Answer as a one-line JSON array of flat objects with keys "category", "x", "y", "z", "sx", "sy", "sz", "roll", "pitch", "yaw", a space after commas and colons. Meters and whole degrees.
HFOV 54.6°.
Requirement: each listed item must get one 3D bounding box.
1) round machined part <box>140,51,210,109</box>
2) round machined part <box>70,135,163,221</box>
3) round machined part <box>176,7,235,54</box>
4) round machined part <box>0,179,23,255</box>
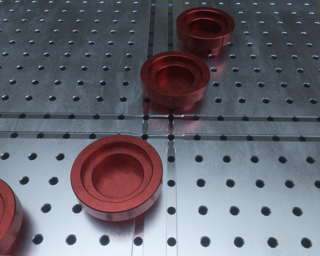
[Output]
[{"category": "round machined part", "x": 0.021, "y": -0.066, "z": 0.452, "sx": 0.099, "sy": 0.042, "sz": 0.098, "roll": 0, "pitch": 50, "yaw": 0}, {"category": "round machined part", "x": -0.046, "y": 0.058, "z": 0.348, "sx": 0.099, "sy": 0.042, "sz": 0.098, "roll": 0, "pitch": 50, "yaw": 0}, {"category": "round machined part", "x": 0.077, "y": -0.165, "z": 0.536, "sx": 0.099, "sy": 0.042, "sz": 0.098, "roll": 0, "pitch": 50, "yaw": 0}, {"category": "round machined part", "x": -0.189, "y": 0.100, "z": 0.312, "sx": 0.099, "sy": 0.042, "sz": 0.098, "roll": 0, "pitch": 50, "yaw": 0}]
